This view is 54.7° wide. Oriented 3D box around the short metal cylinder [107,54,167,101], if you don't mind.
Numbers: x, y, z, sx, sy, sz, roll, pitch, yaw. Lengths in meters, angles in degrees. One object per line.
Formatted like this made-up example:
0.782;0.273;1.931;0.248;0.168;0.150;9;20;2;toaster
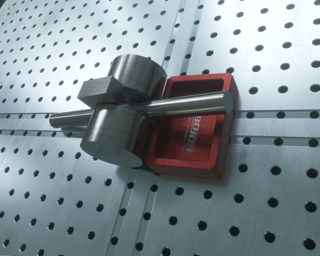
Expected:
-0.035;-0.055;0.423;0.080;0.080;0.050;1;62;28;short metal cylinder

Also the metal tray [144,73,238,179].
0.041;-0.006;0.387;0.090;0.030;0.130;1;62;28;metal tray

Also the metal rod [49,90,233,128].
-0.049;-0.020;0.416;0.300;0.025;0.025;-4;60;36;metal rod

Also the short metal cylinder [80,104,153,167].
-0.054;0.012;0.393;0.080;0.080;0.050;2;63;29;short metal cylinder

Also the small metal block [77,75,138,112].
-0.065;-0.038;0.389;0.050;0.050;0.025;-4;60;36;small metal block
